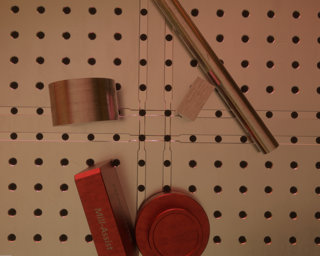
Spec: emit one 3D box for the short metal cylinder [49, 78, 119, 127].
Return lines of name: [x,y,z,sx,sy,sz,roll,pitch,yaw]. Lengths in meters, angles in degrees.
short metal cylinder: [-0.093,-0.030,0.385,0.081,0.080,0.050,-6,90,-1]

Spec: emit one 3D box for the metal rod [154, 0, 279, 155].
metal rod: [0.062,-0.094,0.414,0.025,0.025,0.299,-35,90,0]

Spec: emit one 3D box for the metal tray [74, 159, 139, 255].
metal tray: [-0.061,0.109,0.380,0.030,0.090,0.129,-17,90,0]

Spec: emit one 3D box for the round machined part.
round machined part: [0.017,0.134,0.399,0.099,0.042,0.097,0,88,-7]

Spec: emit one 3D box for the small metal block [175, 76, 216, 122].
small metal block: [0.044,-0.036,0.401,0.025,0.050,0.050,32,90,0]
